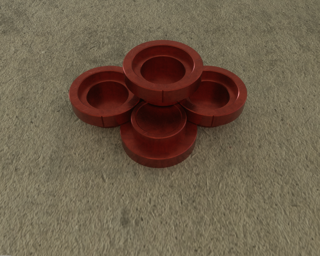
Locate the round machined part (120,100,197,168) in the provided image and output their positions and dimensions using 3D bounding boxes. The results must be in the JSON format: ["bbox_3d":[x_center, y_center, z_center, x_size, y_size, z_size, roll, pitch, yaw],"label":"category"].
[{"bbox_3d":[-0.002,-0.001,0.394,0.099,0.042,0.098,0,50,0],"label":"round machined part"}]

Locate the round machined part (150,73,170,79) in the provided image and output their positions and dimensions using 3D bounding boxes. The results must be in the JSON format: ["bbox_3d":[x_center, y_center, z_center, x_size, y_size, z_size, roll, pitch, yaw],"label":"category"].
[{"bbox_3d":[-0.001,-0.077,0.458,0.099,0.042,0.098,0,50,0],"label":"round machined part"}]

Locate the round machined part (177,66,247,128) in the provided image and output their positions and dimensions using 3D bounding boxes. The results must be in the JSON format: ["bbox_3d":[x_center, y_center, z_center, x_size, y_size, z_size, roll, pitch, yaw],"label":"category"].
[{"bbox_3d":[0.066,-0.039,0.427,0.099,0.042,0.098,0,50,0],"label":"round machined part"}]

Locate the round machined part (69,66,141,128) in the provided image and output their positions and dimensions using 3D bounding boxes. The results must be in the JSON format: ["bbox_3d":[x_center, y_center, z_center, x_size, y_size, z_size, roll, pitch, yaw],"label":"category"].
[{"bbox_3d":[-0.070,-0.038,0.425,0.099,0.042,0.098,0,50,0],"label":"round machined part"}]

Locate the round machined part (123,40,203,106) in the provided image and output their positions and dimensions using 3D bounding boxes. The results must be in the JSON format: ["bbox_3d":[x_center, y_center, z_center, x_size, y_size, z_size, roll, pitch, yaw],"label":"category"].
[{"bbox_3d":[0.004,-0.066,0.394,0.099,0.042,0.098,0,50,0],"label":"round machined part"}]
